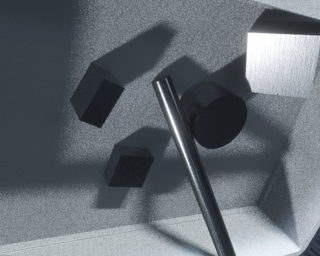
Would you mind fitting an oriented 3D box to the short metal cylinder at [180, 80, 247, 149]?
[{"bbox_3d":[0.070,-0.018,0.421,0.081,0.050,0.079,-14,124,-21],"label":"short metal cylinder"}]

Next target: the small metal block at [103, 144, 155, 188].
[{"bbox_3d":[-0.043,0.053,0.419,0.050,0.025,0.050,10,114,-33],"label":"small metal block"}]

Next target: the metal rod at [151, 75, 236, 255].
[{"bbox_3d":[0.054,0.073,0.419,0.025,0.025,0.298,-26,107,-13],"label":"metal rod"}]

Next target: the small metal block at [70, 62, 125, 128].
[{"bbox_3d":[-0.069,-0.036,0.334,0.025,0.050,0.050,24,105,-37],"label":"small metal block"}]

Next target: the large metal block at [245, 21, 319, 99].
[{"bbox_3d":[0.157,-0.089,0.397,0.050,0.080,0.079,-54,145,-47],"label":"large metal block"}]
